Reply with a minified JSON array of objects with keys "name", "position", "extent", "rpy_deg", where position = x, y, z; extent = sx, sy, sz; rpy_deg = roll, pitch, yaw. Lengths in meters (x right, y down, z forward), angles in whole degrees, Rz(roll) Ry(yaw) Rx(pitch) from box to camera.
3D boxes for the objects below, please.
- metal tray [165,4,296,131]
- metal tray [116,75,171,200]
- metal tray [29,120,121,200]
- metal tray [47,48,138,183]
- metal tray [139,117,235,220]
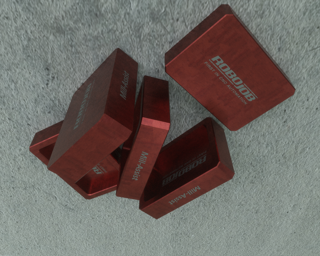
[{"name":"metal tray","position":[0.080,-0.061,0.354],"extent":[0.090,0.030,0.130],"rpy_deg":[-37,122,26]},{"name":"metal tray","position":[-0.022,0.014,0.377],"extent":[0.030,0.090,0.129],"rpy_deg":[13,129,-11]},{"name":"metal tray","position":[-0.105,0.044,0.442],"extent":[0.090,0.030,0.130],"rpy_deg":[-23,127,18]},{"name":"metal tray","position":[-0.066,-0.018,0.324],"extent":[0.030,0.130,0.090],"rpy_deg":[36,121,-27]},{"name":"metal tray","position":[0.030,0.053,0.412],"extent":[0.130,0.090,0.030],"rpy_deg":[-36,122,26]}]
